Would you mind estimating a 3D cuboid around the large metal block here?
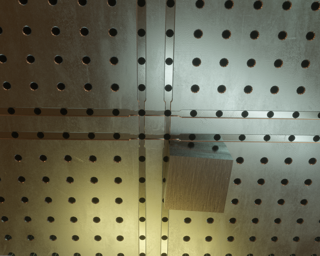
[{"bbox_3d":[0.049,0.066,0.425,0.081,0.050,0.079,4,110,-2],"label":"large metal block"}]
